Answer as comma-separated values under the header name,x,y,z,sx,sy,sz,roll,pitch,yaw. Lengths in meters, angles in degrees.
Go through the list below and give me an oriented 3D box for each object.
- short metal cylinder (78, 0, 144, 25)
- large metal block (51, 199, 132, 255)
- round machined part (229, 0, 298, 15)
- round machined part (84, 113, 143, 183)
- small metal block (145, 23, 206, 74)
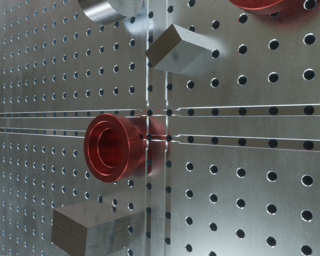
name,x,y,z,sx,sy,sz,roll,pitch,yaw
short metal cylinder,-0.068,-0.189,0.430,0.050,0.081,0.080,-1,89,40
large metal block,-0.101,0.148,0.457,0.080,0.081,0.050,11,97,39
round machined part,0.112,-0.161,0.306,0.098,0.042,0.097,0,90,40
round machined part,-0.064,0.028,0.451,0.098,0.042,0.097,0,90,40
small metal block,0.019,-0.095,0.378,0.050,0.050,0.025,-39,66,33
